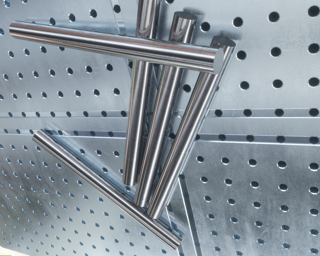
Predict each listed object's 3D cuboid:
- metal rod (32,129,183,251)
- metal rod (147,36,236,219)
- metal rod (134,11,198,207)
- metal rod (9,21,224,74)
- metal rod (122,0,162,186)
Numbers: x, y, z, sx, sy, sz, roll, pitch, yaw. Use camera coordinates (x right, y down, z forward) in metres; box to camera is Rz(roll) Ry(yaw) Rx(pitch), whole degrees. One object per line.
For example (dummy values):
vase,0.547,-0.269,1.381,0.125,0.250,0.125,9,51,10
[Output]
metal rod,-0.090,0.102,0.522,0.300,0.025,0.025,37,129,3
metal rod,0.029,0.023,0.410,0.025,0.025,0.298,27,128,11
metal rod,-0.001,0.000,0.411,0.025,0.025,0.298,24,127,14
metal rod,-0.072,-0.100,0.362,0.300,0.025,0.025,16,125,28
metal rod,-0.027,-0.039,0.401,0.025,0.025,0.298,21,126,16
